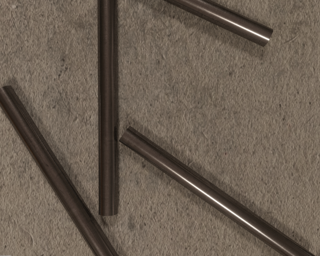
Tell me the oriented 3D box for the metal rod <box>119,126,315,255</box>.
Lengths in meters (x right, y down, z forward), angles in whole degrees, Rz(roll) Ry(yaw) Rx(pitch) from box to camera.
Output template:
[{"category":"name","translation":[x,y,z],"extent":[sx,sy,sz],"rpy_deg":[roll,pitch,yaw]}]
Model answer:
[{"category":"metal rod","translation":[0.076,0.094,0.411],"extent":[0.301,0.025,0.025],"rpy_deg":[35,90,-1]}]

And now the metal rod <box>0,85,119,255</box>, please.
[{"category":"metal rod","translation":[-0.128,0.077,0.408],"extent":[0.025,0.025,0.299],"rpy_deg":[-32,90,0]}]

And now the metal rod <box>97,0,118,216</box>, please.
[{"category":"metal rod","translation":[-0.069,-0.036,0.409],"extent":[0.025,0.025,0.298],"rpy_deg":[0,90,-1]}]

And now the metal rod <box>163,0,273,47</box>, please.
[{"category":"metal rod","translation":[0.007,-0.182,0.409],"extent":[0.301,0.025,0.025],"rpy_deg":[25,90,-1]}]
